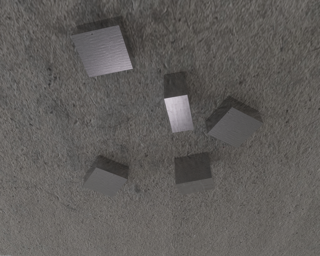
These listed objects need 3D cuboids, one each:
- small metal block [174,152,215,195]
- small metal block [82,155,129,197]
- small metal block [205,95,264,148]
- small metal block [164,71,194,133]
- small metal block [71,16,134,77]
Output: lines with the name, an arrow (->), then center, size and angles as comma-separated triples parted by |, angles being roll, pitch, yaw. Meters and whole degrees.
small metal block -> 0.049, 0.065, 0.447 | 0.050, 0.050, 0.025 | -12, 129, 10
small metal block -> -0.082, 0.074, 0.469 | 0.050, 0.025, 0.050 | 25, 126, -20
small metal block -> 0.095, -0.007, 0.402 | 0.050, 0.025, 0.050 | 24, 126, -20
small metal block -> 0.022, -0.031, 0.365 | 0.025, 0.050, 0.050 | -9, 130, 8
small metal block -> -0.059, -0.087, 0.333 | 0.050, 0.025, 0.050 | -10, 130, 8
